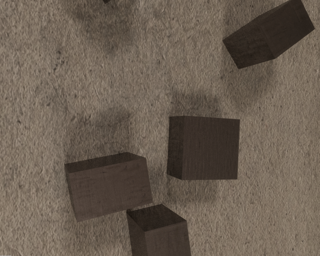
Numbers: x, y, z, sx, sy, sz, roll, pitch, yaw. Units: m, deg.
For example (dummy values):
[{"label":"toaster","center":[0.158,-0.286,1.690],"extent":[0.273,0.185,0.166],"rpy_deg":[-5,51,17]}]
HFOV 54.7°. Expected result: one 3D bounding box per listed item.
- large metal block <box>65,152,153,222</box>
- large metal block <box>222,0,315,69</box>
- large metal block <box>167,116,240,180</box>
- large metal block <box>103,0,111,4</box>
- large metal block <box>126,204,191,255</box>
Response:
[{"label":"large metal block","center":[-0.063,0.063,0.357],"extent":[0.081,0.080,0.050],"rpy_deg":[-10,94,-20]},{"label":"large metal block","center":[0.150,-0.131,0.437],"extent":[0.080,0.080,0.050],"rpy_deg":[-36,102,-17]},{"label":"large metal block","center":[0.058,0.026,0.418],"extent":[0.081,0.050,0.079],"rpy_deg":[3,89,-20]},{"label":"large metal block","center":[-0.061,-0.205,0.357],"extent":[0.050,0.080,0.080],"rpy_deg":[-40,103,-16]},{"label":"large metal block","center":[-0.002,0.147,0.380],"extent":[0.050,0.080,0.079],"rpy_deg":[-9,93,-20]}]
